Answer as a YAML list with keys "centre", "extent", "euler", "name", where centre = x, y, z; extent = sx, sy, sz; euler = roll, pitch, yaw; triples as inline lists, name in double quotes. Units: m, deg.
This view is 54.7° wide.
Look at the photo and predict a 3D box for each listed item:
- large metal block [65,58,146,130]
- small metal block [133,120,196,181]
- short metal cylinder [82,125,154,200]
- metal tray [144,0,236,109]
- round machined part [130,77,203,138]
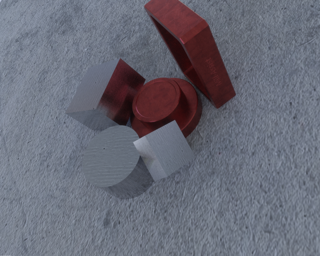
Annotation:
- centre: [-0.077, -0.045, 0.440]
  extent: [0.080, 0.050, 0.080]
  euler: [-3, 59, 46]
  name: "large metal block"
- centre: [0.006, 0.025, 0.356]
  extent: [0.025, 0.050, 0.050]
  euler: [-29, 89, 49]
  name: "small metal block"
- centre: [-0.048, 0.043, 0.387]
  extent: [0.080, 0.050, 0.080]
  euler: [-13, 56, 20]
  name: "short metal cylinder"
- centre: [0.039, -0.089, 0.370]
  extent: [0.030, 0.130, 0.090]
  euler: [-38, 51, 3]
  name: "metal tray"
- centre: [0.003, -0.028, 0.410]
  extent: [0.098, 0.042, 0.098]
  euler: [-13, 56, 20]
  name: "round machined part"
